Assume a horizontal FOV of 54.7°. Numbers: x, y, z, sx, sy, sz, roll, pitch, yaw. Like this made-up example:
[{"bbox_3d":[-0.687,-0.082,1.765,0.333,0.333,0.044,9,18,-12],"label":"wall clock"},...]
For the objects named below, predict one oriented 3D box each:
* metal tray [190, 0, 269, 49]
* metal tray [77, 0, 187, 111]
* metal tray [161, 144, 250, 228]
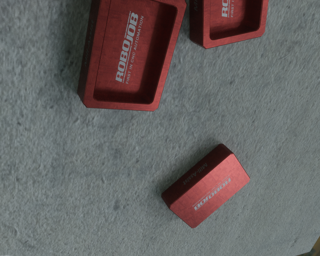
[{"bbox_3d":[0.079,-0.163,0.347,0.091,0.030,0.129,-17,126,-19],"label":"metal tray"},{"bbox_3d":[-0.032,-0.084,0.334,0.091,0.030,0.129,2,118,-30],"label":"metal tray"},{"bbox_3d":[0.077,0.097,0.509,0.130,0.030,0.090,-41,130,-1],"label":"metal tray"}]
